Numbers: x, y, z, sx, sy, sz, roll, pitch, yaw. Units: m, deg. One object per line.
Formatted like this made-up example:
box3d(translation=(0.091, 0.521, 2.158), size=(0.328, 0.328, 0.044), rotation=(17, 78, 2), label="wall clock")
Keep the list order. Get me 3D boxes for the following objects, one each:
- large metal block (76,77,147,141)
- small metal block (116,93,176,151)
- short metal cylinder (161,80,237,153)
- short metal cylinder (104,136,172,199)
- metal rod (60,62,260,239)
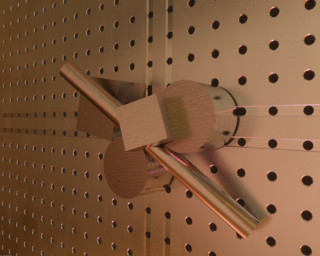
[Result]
box3d(translation=(-0.071, -0.029, 0.445), size=(0.080, 0.050, 0.079), rotation=(14, 99, 39), label="large metal block")
box3d(translation=(-0.016, -0.005, 0.343), size=(0.050, 0.025, 0.050), rotation=(-18, 78, 20), label="small metal block")
box3d(translation=(0.040, -0.012, 0.355), size=(0.080, 0.050, 0.079), rotation=(0, 90, 40), label="short metal cylinder")
box3d(translation=(-0.029, 0.050, 0.412), size=(0.080, 0.050, 0.079), rotation=(0, 90, 40), label="short metal cylinder")
box3d(translation=(-0.013, 0.015, 0.369), size=(0.300, 0.025, 0.025), rotation=(40, 115, 17), label="metal rod")
